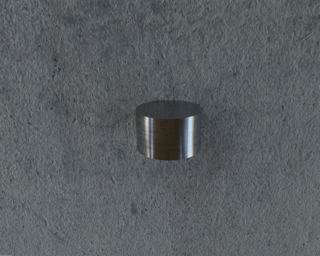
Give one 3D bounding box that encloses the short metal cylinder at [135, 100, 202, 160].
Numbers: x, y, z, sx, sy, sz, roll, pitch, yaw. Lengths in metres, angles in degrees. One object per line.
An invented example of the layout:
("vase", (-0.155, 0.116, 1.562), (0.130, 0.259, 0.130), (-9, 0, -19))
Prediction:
("short metal cylinder", (0.011, 0.000, 0.382), (0.081, 0.080, 0.050), (-1, 110, 0))
